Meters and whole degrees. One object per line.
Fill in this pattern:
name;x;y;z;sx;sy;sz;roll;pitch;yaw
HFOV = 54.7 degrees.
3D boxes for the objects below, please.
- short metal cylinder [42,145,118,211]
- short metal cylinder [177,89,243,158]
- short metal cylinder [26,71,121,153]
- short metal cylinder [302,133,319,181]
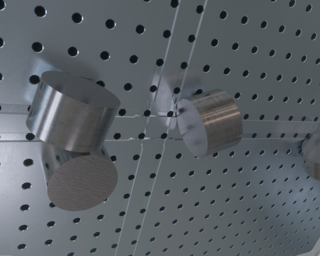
short metal cylinder;-0.097;0.053;0.374;0.081;0.050;0.079;-14;124;-21
short metal cylinder;0.063;-0.006;0.406;0.050;0.080;0.079;-18;126;-18
short metal cylinder;-0.088;-0.018;0.317;0.081;0.080;0.050;14;111;-34
short metal cylinder;0.310;0.054;0.578;0.080;0.080;0.050;-31;129;-8
